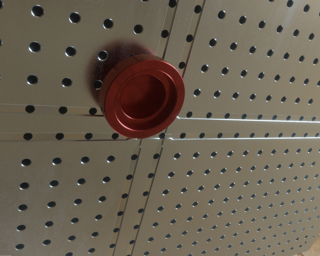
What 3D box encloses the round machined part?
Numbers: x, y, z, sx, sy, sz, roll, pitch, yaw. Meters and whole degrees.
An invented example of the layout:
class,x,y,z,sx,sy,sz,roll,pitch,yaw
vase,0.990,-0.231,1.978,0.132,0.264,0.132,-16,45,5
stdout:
class,x,y,z,sx,sy,sz,roll,pitch,yaw
round machined part,-0.024,-0.040,0.364,0.099,0.042,0.097,-14,125,-21
